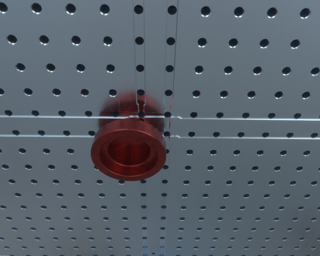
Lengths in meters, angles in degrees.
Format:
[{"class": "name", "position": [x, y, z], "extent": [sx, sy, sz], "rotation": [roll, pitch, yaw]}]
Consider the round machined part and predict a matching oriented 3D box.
[{"class": "round machined part", "position": [-0.041, 0.025, 0.421], "extent": [0.099, 0.042, 0.097], "rotation": [-1, 130, 0]}]
